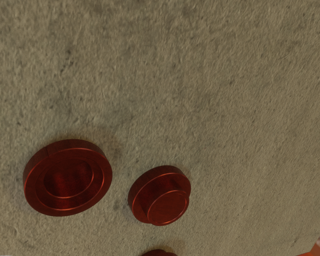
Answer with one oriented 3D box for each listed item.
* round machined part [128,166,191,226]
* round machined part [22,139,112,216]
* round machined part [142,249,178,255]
[{"bbox_3d":[0.005,0.108,0.467,0.099,0.042,0.097,-14,125,-21],"label":"round machined part"},{"bbox_3d":[-0.111,0.054,0.370,0.099,0.042,0.097,-14,125,-21],"label":"round machined part"},{"bbox_3d":[-0.009,0.257,0.552,0.099,0.042,0.097,-14,125,-21],"label":"round machined part"}]
